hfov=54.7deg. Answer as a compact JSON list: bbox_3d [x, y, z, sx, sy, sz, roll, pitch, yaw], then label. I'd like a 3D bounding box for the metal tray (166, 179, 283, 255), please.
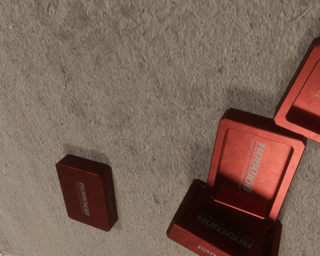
[{"bbox_3d":[0.085,0.130,0.399,0.130,0.090,0.030,26,128,11],"label":"metal tray"}]

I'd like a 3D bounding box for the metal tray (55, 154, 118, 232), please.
[{"bbox_3d":[-0.125,0.114,0.537,0.090,0.030,0.129,12,124,21],"label":"metal tray"}]

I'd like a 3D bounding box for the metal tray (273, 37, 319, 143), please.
[{"bbox_3d":[0.188,-0.020,0.291,0.130,0.030,0.089,25,127,12],"label":"metal tray"}]

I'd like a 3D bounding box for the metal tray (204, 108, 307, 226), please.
[{"bbox_3d":[0.108,0.048,0.368,0.090,0.030,0.129,17,125,19],"label":"metal tray"}]
